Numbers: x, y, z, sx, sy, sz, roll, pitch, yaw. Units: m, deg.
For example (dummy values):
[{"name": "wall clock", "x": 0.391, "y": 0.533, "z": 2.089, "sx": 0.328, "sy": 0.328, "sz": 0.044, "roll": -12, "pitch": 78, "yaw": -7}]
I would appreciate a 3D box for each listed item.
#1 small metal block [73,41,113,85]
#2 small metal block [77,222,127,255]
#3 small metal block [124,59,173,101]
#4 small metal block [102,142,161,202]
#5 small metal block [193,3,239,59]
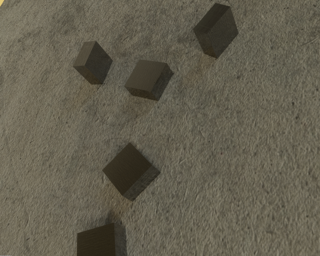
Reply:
[{"name": "small metal block", "x": -0.110, "y": -0.107, "z": 0.511, "sx": 0.025, "sy": 0.050, "sz": 0.050, "roll": 3, "pitch": 63, "yaw": 30}, {"name": "small metal block", "x": -0.066, "y": 0.141, "z": 0.352, "sx": 0.050, "sy": 0.025, "sz": 0.050, "roll": -20, "pitch": 54, "yaw": 16}, {"name": "small metal block", "x": -0.016, "y": -0.071, "z": 0.456, "sx": 0.050, "sy": 0.025, "sz": 0.050, "roll": 16, "pitch": 70, "yaw": 34}, {"name": "small metal block", "x": -0.036, "y": 0.055, "z": 0.389, "sx": 0.050, "sy": 0.025, "sz": 0.050, "roll": -46, "pitch": 51, "yaw": -4}, {"name": "small metal block", "x": 0.078, "y": -0.134, "z": 0.429, "sx": 0.025, "sy": 0.050, "sz": 0.050, "roll": 34, "pitch": 81, "yaw": 38}]
